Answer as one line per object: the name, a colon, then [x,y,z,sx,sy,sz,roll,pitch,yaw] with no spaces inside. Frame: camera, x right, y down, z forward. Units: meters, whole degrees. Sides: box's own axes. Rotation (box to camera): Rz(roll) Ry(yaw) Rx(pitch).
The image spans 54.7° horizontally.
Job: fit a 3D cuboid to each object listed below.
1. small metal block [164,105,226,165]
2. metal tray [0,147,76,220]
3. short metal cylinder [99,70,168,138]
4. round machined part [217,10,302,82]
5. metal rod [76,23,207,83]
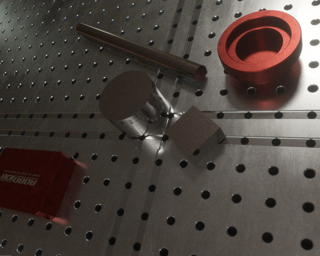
small metal block: [0.043,0.008,0.380,0.050,0.025,0.050,-43,51,-2]
metal tray: [-0.197,0.078,0.458,0.130,0.030,0.090,2,62,28]
short metal cylinder: [-0.036,-0.033,0.430,0.080,0.050,0.080,-13,56,20]
round machined part: [0.126,-0.097,0.390,0.098,0.042,0.098,-13,56,20]
metal rod: [-0.048,-0.133,0.513,0.300,0.025,0.025,30,78,37]
